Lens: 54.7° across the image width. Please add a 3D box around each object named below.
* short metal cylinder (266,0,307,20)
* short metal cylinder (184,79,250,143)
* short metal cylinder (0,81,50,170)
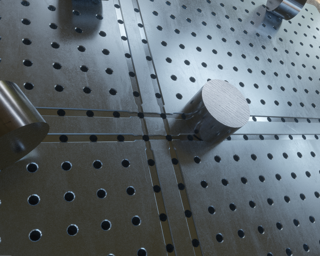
[{"bbox_3d":[0.293,-0.298,0.717,0.050,0.080,0.080,21,54,-17],"label":"short metal cylinder"},{"bbox_3d":[0.083,-0.024,0.454,0.081,0.050,0.080,14,56,-21],"label":"short metal cylinder"},{"bbox_3d":[-0.154,0.001,0.290,0.081,0.080,0.050,-34,81,-38],"label":"short metal cylinder"}]
